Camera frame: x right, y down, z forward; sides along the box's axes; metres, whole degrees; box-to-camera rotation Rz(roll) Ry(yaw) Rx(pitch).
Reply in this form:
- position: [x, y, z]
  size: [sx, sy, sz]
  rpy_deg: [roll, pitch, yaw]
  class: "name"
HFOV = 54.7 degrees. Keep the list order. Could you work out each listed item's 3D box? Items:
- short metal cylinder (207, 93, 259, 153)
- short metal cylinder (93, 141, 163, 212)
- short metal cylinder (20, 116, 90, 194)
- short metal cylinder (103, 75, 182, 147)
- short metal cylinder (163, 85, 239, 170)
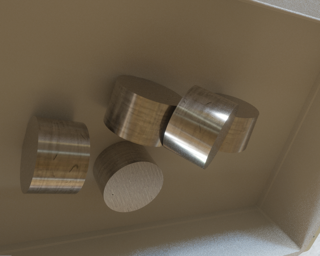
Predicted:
- position: [0.085, -0.009, 0.416]
  size: [0.081, 0.080, 0.050]
  rpy_deg: [-2, 119, -28]
  class: "short metal cylinder"
- position: [-0.043, 0.064, 0.410]
  size: [0.081, 0.050, 0.079]
  rpy_deg: [-14, 125, -21]
  class: "short metal cylinder"
- position: [-0.114, 0.030, 0.330]
  size: [0.050, 0.080, 0.079]
  rpy_deg: [9, 114, -33]
  class: "short metal cylinder"
- position: [-0.018, -0.021, 0.352]
  size: [0.081, 0.080, 0.050]
  rpy_deg: [8, 114, -32]
  class: "short metal cylinder"
- position: [0.046, -0.001, 0.344]
  size: [0.080, 0.050, 0.080]
  rpy_deg: [-53, 161, -27]
  class: "short metal cylinder"
